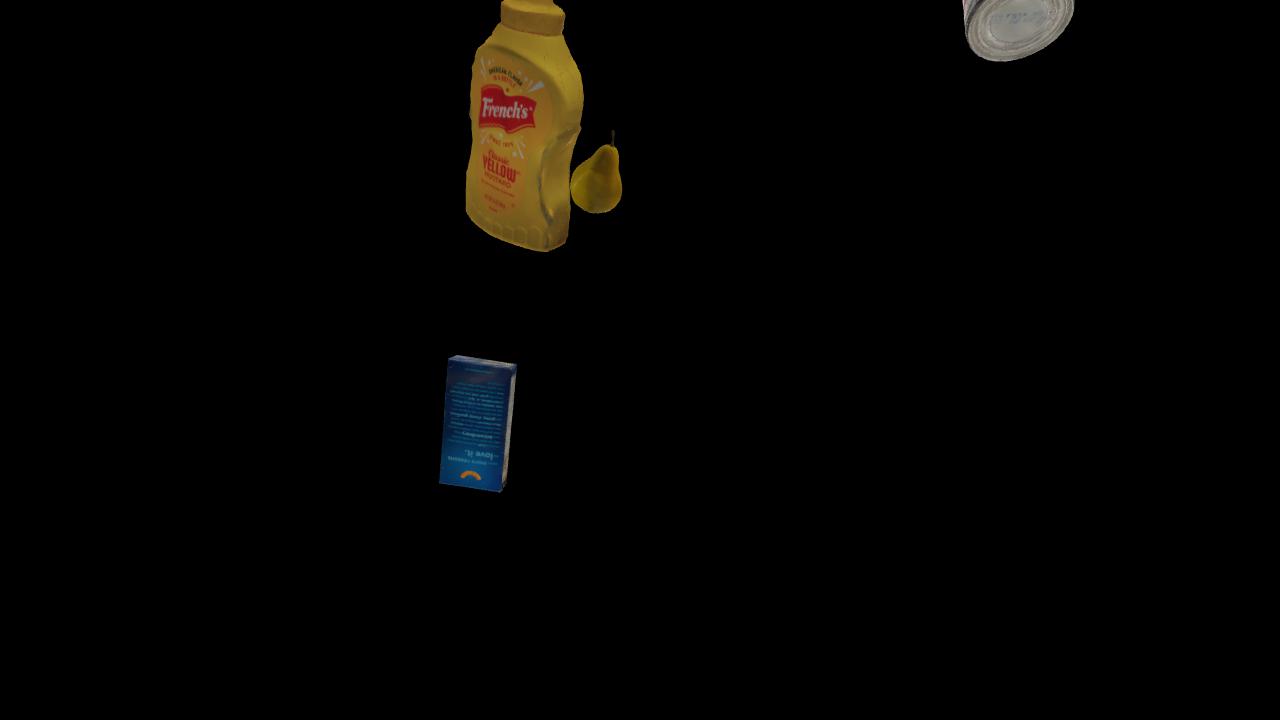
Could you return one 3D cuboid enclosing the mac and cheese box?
[{"bbox_3d":[-0.231,0.091,0.880,0.093,0.184,0.041,8,11,1],"label":"mac and cheese box"}]

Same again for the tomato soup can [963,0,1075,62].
[{"bbox_3d":[0.271,-0.279,0.448,0.068,0.101,0.068,8,-23,3],"label":"tomato soup can"}]

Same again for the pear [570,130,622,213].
[{"bbox_3d":[-0.051,-0.261,0.860,0.080,0.080,0.111,0,-37,-35],"label":"pear"}]

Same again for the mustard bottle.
[{"bbox_3d":[-0.083,-0.178,0.444,0.092,0.184,0.054,33,39,25],"label":"mustard bottle"}]
